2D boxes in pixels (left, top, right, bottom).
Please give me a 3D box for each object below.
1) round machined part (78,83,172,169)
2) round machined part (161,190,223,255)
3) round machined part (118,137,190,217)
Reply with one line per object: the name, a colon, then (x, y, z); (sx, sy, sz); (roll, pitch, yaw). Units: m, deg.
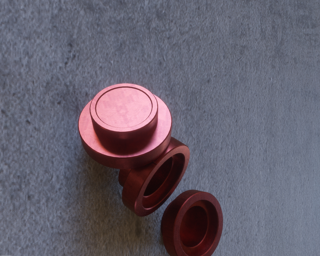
round machined part: (-0.037, -0.009, 0.326); (0.098, 0.098, 0.042); (-45, 155, -31)
round machined part: (0.040, 0.134, 0.430); (0.099, 0.042, 0.097); (0, 90, -40)
round machined part: (-0.011, 0.052, 0.367); (0.099, 0.042, 0.097); (-41, 148, -31)
